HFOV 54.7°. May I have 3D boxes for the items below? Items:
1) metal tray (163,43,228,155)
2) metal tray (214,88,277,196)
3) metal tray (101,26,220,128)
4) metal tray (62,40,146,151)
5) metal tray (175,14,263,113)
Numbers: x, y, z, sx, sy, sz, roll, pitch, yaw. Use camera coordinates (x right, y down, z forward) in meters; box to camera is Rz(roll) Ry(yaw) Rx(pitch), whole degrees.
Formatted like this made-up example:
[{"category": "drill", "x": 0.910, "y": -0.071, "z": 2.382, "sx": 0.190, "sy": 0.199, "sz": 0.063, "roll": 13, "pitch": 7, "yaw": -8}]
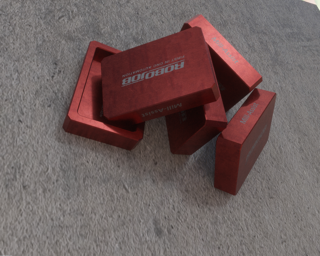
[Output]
[{"category": "metal tray", "x": 0.038, "y": -0.040, "z": 0.411, "sx": 0.030, "sy": 0.090, "sz": 0.130, "roll": 6, "pitch": 60, "yaw": -26}, {"category": "metal tray", "x": 0.116, "y": 0.016, "z": 0.418, "sx": 0.030, "sy": 0.089, "sz": 0.131, "roll": 20, "pitch": 45, "yaw": 28}, {"category": "metal tray", "x": -0.004, "y": -0.059, "z": 0.368, "sx": 0.130, "sy": 0.030, "sz": 0.090, "roll": -15, "pitch": 62, "yaw": 13}, {"category": "metal tray", "x": -0.062, "y": -0.044, "z": 0.397, "sx": 0.091, "sy": 0.030, "sz": 0.130, "roll": 18, "pitch": 54, "yaw": -18}, {"category": "metal tray", "x": 0.076, "y": -0.091, "z": 0.459, "sx": 0.030, "sy": 0.090, "sz": 0.130, "roll": -41, "pitch": 85, "yaw": -25}]
